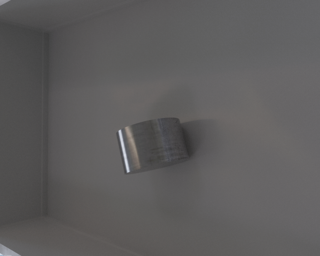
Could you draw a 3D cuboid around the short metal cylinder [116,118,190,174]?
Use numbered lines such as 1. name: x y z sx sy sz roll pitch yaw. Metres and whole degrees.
1. short metal cylinder: -0.009 0.023 0.379 0.080 0.081 0.050 -22 76 38
